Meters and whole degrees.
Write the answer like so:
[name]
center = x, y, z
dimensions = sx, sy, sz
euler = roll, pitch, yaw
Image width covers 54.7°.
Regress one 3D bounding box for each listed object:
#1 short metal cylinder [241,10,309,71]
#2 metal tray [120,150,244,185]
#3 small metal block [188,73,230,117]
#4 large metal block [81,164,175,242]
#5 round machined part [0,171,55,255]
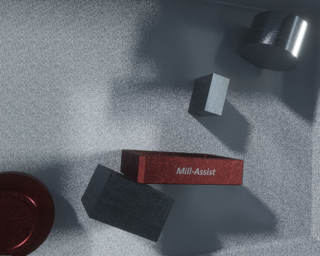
[short metal cylinder]
center = 0.164, -0.122, 0.443
dimensions = 0.080, 0.080, 0.050
euler = 24, 82, -19
[metal tray]
center = 0.025, 0.048, 0.386
dimensions = 0.131, 0.090, 0.030
euler = 5, 89, -20
[small metal block]
center = 0.065, -0.043, 0.423
dimensions = 0.025, 0.050, 0.050
euler = 16, 85, -20
[large metal block]
center = -0.041, 0.085, 0.367
dimensions = 0.080, 0.080, 0.050
euler = 27, 81, -19
[round machined part]
center = -0.168, 0.099, 0.340
dimensions = 0.099, 0.042, 0.097
euler = 0, 90, -21
